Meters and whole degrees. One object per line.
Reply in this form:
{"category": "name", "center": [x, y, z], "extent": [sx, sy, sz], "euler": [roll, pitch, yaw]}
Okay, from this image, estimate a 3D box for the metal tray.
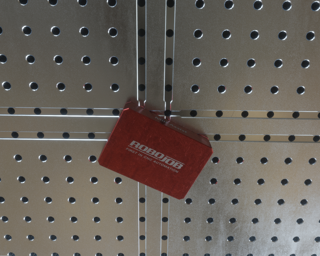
{"category": "metal tray", "center": [-0.006, 0.033, 0.423], "extent": [0.131, 0.030, 0.089], "euler": [26, 108, -10]}
